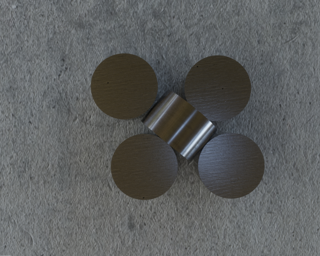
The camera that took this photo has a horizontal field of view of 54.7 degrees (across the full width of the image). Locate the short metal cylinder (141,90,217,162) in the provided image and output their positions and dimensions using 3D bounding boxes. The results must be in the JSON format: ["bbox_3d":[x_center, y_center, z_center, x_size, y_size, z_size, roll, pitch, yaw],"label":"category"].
[{"bbox_3d":[0.023,-0.003,0.384,0.080,0.080,0.050,40,90,-1],"label":"short metal cylinder"}]

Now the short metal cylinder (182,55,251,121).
[{"bbox_3d":[0.070,-0.048,0.398,0.081,0.050,0.079,0,90,-1],"label":"short metal cylinder"}]

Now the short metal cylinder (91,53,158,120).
[{"bbox_3d":[-0.043,-0.050,0.397,0.081,0.050,0.079,0,90,-1],"label":"short metal cylinder"}]

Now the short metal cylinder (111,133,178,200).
[{"bbox_3d":[-0.019,0.047,0.397,0.081,0.050,0.079,0,90,-1],"label":"short metal cylinder"}]

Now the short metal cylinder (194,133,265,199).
[{"bbox_3d":[0.086,0.045,0.399,0.081,0.050,0.079,0,90,-1],"label":"short metal cylinder"}]
